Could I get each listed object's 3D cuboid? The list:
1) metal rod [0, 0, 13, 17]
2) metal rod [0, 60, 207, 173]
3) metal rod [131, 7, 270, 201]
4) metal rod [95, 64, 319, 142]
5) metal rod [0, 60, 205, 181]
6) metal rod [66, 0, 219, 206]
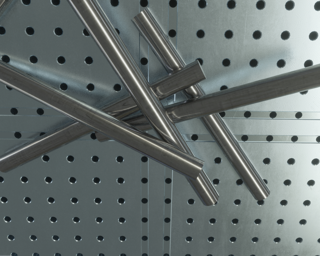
[{"bbox_3d":[-0.181,-0.154,0.355,0.025,0.025,0.299,43,104,-14],"label":"metal rod"},{"bbox_3d":[-0.085,-0.009,0.394,0.300,0.025,0.025,-24,109,14],"label":"metal rod"},{"bbox_3d":[0.062,-0.019,0.406,0.025,0.025,0.300,-33,107,11],"label":"metal rod"},{"bbox_3d":[0.059,-0.028,0.373,0.300,0.025,0.025,-14,110,17],"label":"metal rod"},{"bbox_3d":[-0.089,-0.017,0.367,0.301,0.025,0.025,26,109,6],"label":"metal rod"},{"bbox_3d":[-0.006,-0.018,0.357,0.025,0.025,0.299,-29,115,10],"label":"metal rod"}]
